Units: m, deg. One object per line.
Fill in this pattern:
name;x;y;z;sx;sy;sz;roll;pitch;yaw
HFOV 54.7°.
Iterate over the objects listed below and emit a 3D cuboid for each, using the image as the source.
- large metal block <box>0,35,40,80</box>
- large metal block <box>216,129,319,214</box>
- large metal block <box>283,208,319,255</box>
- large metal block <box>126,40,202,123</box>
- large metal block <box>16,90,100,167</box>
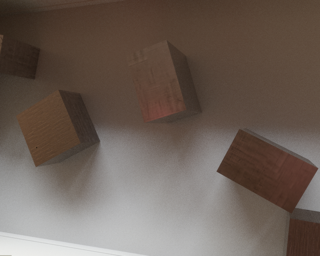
large metal block;-0.242;-0.109;0.460;0.080;0.080;0.050;13;94;13
large metal block;0.116;0.041;0.340;0.080;0.080;0.050;29;99;17
large metal block;0.178;0.137;0.335;0.080;0.050;0.079;6;92;19
large metal block;0.008;-0.051;0.378;0.050;0.080;0.080;-17;85;19
large metal block;-0.146;0.001;0.447;0.080;0.050;0.080;-27;81;17
